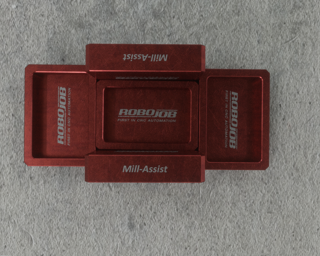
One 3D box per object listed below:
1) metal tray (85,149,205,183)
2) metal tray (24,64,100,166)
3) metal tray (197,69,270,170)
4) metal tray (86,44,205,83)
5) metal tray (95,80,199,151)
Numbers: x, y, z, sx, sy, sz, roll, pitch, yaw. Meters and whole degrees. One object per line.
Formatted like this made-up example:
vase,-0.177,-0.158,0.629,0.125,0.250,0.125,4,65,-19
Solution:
metal tray,-0.016,0.044,0.377,0.131,0.090,0.030,0,90,-1
metal tray,-0.127,-0.016,0.407,0.091,0.030,0.129,1,90,-1
metal tray,0.095,-0.011,0.410,0.091,0.030,0.129,1,90,-1
metal tray,-0.016,-0.076,0.378,0.131,0.090,0.030,0,90,-1
metal tray,-0.017,-0.016,0.408,0.131,0.030,0.089,1,90,-1
